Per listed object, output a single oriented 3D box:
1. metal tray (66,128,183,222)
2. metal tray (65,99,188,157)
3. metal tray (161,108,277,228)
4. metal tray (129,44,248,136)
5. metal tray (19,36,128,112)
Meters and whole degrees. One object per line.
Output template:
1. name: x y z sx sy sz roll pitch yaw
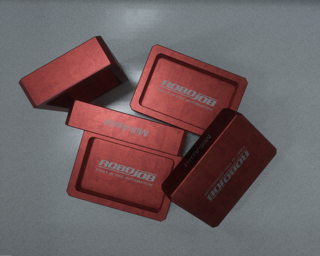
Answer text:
1. metal tray: -0.044 0.059 0.405 0.131 0.030 0.090 16 90 -1
2. metal tray: -0.036 -0.001 0.376 0.131 0.090 0.030 16 90 -1
3. metal tray: 0.076 0.051 0.389 0.090 0.030 0.130 39 90 -29
4. metal tray: 0.037 -0.043 0.408 0.131 0.030 0.090 21 90 -1
5. metal tray: -0.088 -0.054 0.355 0.090 0.130 0.030 -30 91 0
